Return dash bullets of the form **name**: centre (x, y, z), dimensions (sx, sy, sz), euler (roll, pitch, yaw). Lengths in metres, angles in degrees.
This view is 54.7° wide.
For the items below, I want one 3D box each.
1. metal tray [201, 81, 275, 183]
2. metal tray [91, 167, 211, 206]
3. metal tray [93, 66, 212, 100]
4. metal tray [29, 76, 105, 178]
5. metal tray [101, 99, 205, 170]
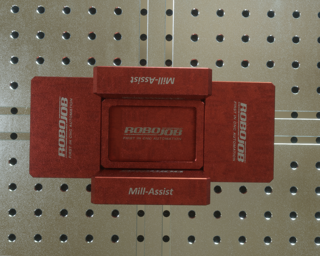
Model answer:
- **metal tray**: centre (0.102, 0.005, 0.410), dimensions (0.091, 0.030, 0.129), euler (1, 90, -2)
- **metal tray**: centre (-0.010, 0.068, 0.379), dimensions (0.131, 0.090, 0.030), euler (1, 90, -1)
- **metal tray**: centre (-0.008, -0.052, 0.381), dimensions (0.131, 0.090, 0.030), euler (1, 90, -1)
- **metal tray**: centre (-0.120, -0.001, 0.409), dimensions (0.091, 0.030, 0.129), euler (1, 90, -1)
- **metal tray**: centre (-0.009, 0.008, 0.408), dimensions (0.131, 0.030, 0.089), euler (1, 90, -1)
